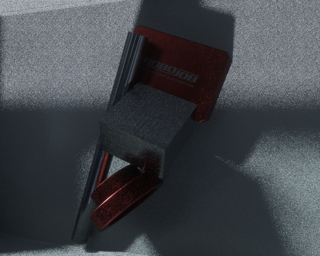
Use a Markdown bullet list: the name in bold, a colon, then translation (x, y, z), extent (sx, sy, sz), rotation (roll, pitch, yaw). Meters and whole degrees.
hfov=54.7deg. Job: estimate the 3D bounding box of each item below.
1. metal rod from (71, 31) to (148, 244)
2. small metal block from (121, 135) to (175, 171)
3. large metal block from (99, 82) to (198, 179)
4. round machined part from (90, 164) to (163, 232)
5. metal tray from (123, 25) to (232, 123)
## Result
- **metal rod**: translation (-0.071, 0.024, 0.413), extent (0.025, 0.025, 0.298), rotation (23, 106, 18)
- **small metal block**: translation (-0.014, 0.031, 0.401), extent (0.050, 0.050, 0.025), rotation (23, 98, 18)
- **large metal block**: translation (-0.012, 0.000, 0.362), extent (0.080, 0.080, 0.050), rotation (23, 138, 18)
- **round machined part**: translation (-0.046, 0.082, 0.387), extent (0.098, 0.098, 0.042), rotation (-42, 77, 15)
- **metal tray**: translation (0.015, -0.070, 0.402), extent (0.130, 0.030, 0.089), rotation (23, 97, 18)
